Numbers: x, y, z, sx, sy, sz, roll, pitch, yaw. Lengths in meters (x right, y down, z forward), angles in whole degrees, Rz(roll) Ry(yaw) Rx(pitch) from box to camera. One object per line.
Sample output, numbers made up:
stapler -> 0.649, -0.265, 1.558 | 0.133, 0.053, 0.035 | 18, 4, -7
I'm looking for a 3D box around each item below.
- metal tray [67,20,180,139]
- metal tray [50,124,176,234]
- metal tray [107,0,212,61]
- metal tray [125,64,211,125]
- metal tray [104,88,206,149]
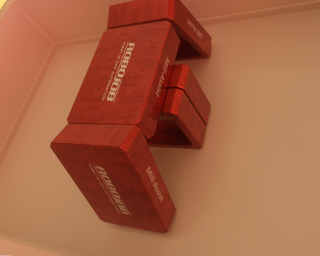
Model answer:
metal tray -> -0.037, -0.054, 0.337 | 0.090, 0.030, 0.130 | 1, 62, 28
metal tray -> -0.044, 0.055, 0.324 | 0.090, 0.129, 0.030 | 1, 41, 28
metal tray -> 0.004, -0.124, 0.410 | 0.090, 0.131, 0.030 | 1, 83, 28
metal tray -> -0.012, -0.037, 0.391 | 0.130, 0.090, 0.030 | 1, 62, 28
metal tray -> -0.020, -0.009, 0.379 | 0.130, 0.090, 0.030 | 1, 62, 28
